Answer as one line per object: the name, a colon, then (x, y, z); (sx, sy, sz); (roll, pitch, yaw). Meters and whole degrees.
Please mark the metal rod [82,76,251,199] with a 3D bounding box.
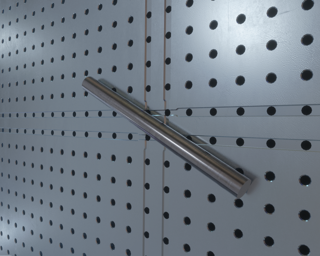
metal rod: (-0.012, -0.003, 0.418); (0.300, 0.025, 0.025); (34, 111, 34)
